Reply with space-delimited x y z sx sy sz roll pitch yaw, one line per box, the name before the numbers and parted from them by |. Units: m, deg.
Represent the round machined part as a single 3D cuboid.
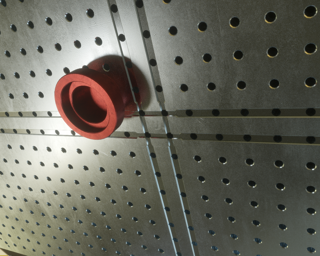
round machined part | -0.091 -0.036 0.424 0.098 0.042 0.097 13 124 20
